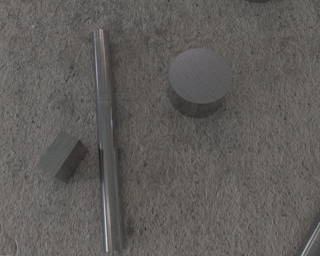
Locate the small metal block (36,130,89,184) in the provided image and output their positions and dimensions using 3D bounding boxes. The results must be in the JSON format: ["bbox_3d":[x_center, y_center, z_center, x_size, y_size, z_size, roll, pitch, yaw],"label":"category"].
[{"bbox_3d":[-0.117,0.037,0.380,0.025,0.050,0.050,27,72,9],"label":"small metal block"}]

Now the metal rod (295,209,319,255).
[{"bbox_3d":[0.174,0.143,0.356,0.025,0.025,0.300,35,73,11],"label":"metal rod"}]

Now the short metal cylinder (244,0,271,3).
[{"bbox_3d":[0.157,-0.245,0.486,0.081,0.050,0.080,0,70,0],"label":"short metal cylinder"}]

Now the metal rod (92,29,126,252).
[{"bbox_3d":[-0.070,0.001,0.406,0.025,0.025,0.299,-6,70,-2],"label":"metal rod"}]

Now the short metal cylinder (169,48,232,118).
[{"bbox_3d":[0.052,-0.059,0.417,0.081,0.050,0.080,0,70,0],"label":"short metal cylinder"}]
